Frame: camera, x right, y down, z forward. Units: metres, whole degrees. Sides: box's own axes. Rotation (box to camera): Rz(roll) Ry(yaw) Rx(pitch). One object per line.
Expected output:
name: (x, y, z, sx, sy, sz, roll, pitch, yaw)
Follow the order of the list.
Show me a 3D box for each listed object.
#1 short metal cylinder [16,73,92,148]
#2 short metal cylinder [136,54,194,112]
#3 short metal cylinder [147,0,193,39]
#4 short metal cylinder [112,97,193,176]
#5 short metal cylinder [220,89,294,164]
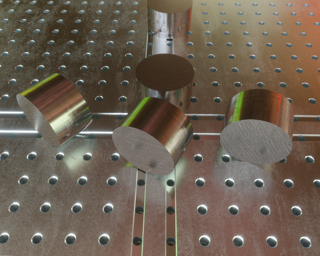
short metal cylinder: (-0.132, -0.022, 0.389, 0.080, 0.080, 0.050, 34, 58, 25)
short metal cylinder: (0.007, -0.062, 0.443, 0.081, 0.050, 0.080, 0, 50, 0)
short metal cylinder: (0.018, -0.207, 0.566, 0.081, 0.050, 0.080, 0, 50, 0)
short metal cylinder: (-0.008, 0.010, 0.363, 0.080, 0.080, 0.050, 22, 54, 17)
short metal cylinder: (0.117, 0.000, 0.373, 0.080, 0.080, 0.050, 14, 52, 11)
